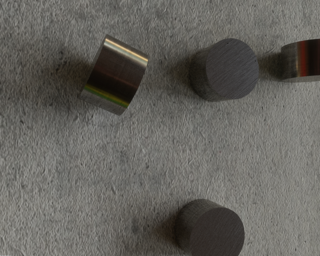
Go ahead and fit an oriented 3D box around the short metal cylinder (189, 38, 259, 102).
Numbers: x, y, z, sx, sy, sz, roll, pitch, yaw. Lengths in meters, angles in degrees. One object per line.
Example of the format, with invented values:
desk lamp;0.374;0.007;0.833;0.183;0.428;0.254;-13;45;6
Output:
short metal cylinder;0.087;-0.077;0.428;0.081;0.050;0.080;0;90;-20

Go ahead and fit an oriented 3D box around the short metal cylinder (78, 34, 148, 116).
short metal cylinder;-0.055;-0.060;0.359;0.050;0.080;0.080;24;82;-19

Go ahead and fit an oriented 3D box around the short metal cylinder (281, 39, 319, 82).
short metal cylinder;0.224;-0.098;0.462;0.081;0.080;0.050;-2;91;-20

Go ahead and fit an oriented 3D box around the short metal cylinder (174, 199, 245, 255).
short metal cylinder;0.066;0.142;0.420;0.081;0.050;0.080;0;90;-20
